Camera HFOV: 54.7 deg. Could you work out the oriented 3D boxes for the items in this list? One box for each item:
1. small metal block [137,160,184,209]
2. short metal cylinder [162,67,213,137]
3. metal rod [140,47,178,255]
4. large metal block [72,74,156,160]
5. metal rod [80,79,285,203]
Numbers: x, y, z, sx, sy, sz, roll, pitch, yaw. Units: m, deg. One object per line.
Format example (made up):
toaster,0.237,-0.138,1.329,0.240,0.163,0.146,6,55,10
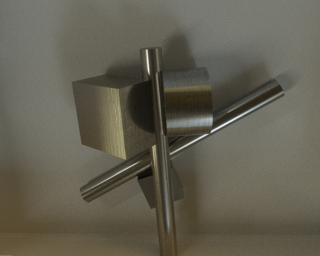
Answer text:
small metal block,0.002,0.081,0.439,0.050,0.025,0.050,-20,109,7
short metal cylinder,0.030,-0.031,0.369,0.050,0.080,0.079,-5,110,0
metal rod,0.001,0.050,0.400,0.025,0.025,0.298,-5,109,1
large metal block,-0.054,-0.017,0.369,0.080,0.050,0.079,13,116,38
metal rod,0.022,0.022,0.417,0.300,0.025,0.025,-30,108,10
